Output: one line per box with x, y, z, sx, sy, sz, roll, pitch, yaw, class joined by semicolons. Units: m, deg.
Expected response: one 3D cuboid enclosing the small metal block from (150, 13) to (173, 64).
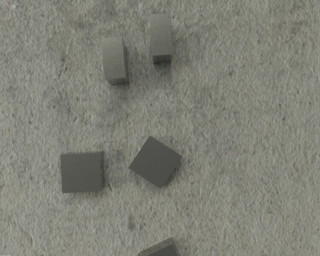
0.002;-0.113;0.397;0.025;0.050;0.050;-4;90;0;small metal block

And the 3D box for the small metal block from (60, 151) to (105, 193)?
-0.101;0.057;0.409;0.050;0.025;0.050;-3;90;-1;small metal block

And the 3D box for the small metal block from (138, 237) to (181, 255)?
0.004;0.182;0.410;0.050;0.025;0.050;-26;90;-1;small metal block

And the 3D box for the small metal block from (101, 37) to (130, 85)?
-0.056;-0.084;0.397;0.025;0.050;0.050;-5;90;0;small metal block

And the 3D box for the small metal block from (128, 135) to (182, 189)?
-0.006;0.044;0.410;0.050;0.025;0.050;33;90;-1;small metal block
